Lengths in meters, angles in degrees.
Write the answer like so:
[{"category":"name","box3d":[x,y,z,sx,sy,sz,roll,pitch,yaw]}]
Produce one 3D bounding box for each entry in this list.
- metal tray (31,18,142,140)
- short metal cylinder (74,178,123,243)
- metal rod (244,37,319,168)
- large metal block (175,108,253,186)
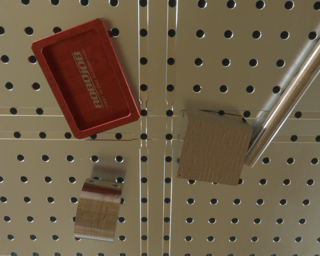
[{"category":"metal tray","box3d":[-0.087,-0.059,0.387,0.090,0.030,0.129,-18,109,6]},{"category":"short metal cylinder","box3d":[-0.082,0.112,0.424,0.050,0.080,0.079,9,110,-4]},{"category":"metal rod","box3d":[0.189,-0.076,0.386,0.025,0.025,0.298,26,108,-9]},{"category":"large metal block","box3d":[0.067,0.024,0.409,0.081,0.050,0.079,8,110,-3]}]
